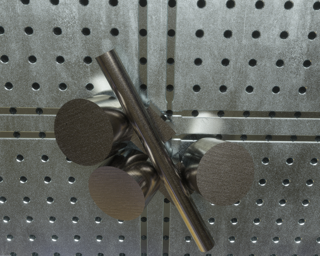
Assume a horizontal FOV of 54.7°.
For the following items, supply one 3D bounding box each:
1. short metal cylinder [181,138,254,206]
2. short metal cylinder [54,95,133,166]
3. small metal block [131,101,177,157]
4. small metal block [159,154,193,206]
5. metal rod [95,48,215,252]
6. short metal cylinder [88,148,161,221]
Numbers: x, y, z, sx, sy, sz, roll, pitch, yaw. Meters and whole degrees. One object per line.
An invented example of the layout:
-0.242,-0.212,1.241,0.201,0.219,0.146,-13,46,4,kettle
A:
0.074,0.055,0.403,0.081,0.050,0.079,-2,95,-18,short metal cylinder
-0.081,0.001,0.381,0.080,0.050,0.079,4,102,20,short metal cylinder
-0.014,0.001,0.410,0.050,0.025,0.050,-41,105,13,small metal block
0.023,0.073,0.437,0.050,0.025,0.050,-38,106,13,small metal block
0.002,0.041,0.397,0.025,0.025,0.299,-24,108,8,metal rod
-0.046,0.073,0.408,0.080,0.050,0.079,9,116,20,short metal cylinder
